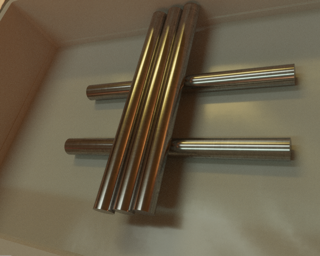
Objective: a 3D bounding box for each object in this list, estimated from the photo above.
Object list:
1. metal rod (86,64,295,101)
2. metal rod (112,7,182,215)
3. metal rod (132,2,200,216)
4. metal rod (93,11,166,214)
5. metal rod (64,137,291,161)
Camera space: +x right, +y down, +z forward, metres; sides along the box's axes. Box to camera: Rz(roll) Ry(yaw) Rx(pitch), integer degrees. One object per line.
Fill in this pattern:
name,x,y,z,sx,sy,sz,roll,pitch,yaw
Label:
metal rod,0.023,-0.060,0.429,0.300,0.025,0.025,-1,61,27
metal rod,-0.008,-0.040,0.400,0.025,0.025,0.300,-1,61,28
metal rod,0.014,-0.042,0.389,0.025,0.025,0.300,-1,61,28
metal rod,-0.031,-0.038,0.411,0.025,0.025,0.300,-1,61,28
metal rod,0.002,0.025,0.389,0.300,0.025,0.025,-1,61,27
